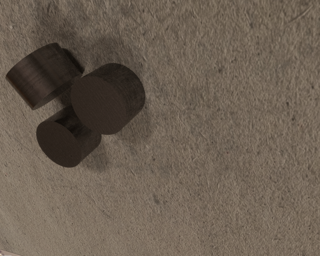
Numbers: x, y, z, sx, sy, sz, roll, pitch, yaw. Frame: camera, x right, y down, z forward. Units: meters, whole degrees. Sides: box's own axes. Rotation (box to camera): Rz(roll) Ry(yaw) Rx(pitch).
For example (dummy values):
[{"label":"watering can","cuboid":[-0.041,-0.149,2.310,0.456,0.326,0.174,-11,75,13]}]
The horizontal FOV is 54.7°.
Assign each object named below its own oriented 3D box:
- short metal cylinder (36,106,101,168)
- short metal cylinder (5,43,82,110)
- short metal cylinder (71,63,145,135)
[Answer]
[{"label":"short metal cylinder","cuboid":[-0.137,0.013,0.469,0.080,0.050,0.079,13,124,20]},{"label":"short metal cylinder","cuboid":[-0.151,-0.067,0.407,0.080,0.080,0.050,-30,102,37]},{"label":"short metal cylinder","cuboid":[-0.066,-0.038,0.401,0.080,0.050,0.079,13,124,20]}]
